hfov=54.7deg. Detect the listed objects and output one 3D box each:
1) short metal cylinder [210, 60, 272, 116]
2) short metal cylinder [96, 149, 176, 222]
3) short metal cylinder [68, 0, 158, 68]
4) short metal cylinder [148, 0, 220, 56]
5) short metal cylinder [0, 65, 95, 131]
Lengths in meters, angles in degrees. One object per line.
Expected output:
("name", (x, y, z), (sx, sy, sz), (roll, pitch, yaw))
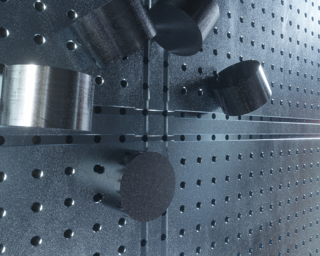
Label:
("short metal cylinder", (0.125, -0.062, 0.481), (0.080, 0.080, 0.050), (-47, 119, -30))
("short metal cylinder", (-0.028, 0.067, 0.371), (0.081, 0.050, 0.079), (0, 90, -40))
("short metal cylinder", (-0.050, -0.107, 0.333), (0.080, 0.080, 0.050), (-46, 118, -30))
("short metal cylinder", (0.029, -0.140, 0.399), (0.080, 0.080, 0.050), (47, 62, -30))
("short metal cylinder", (-0.103, -0.024, 0.288), (0.081, 0.080, 0.050), (6, 87, -40))
